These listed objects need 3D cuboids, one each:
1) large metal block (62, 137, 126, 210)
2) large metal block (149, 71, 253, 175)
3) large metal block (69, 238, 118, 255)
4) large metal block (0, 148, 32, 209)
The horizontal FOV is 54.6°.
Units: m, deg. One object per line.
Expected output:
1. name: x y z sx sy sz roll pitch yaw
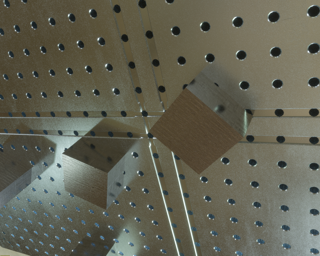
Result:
1. large metal block: -0.105 0.072 0.496 0.080 0.050 0.079 20 126 16
2. large metal block: 0.047 -0.005 0.367 0.080 0.050 0.080 41 129 0
3. large metal block: -0.129 0.282 0.638 0.080 0.050 0.080 0 118 28
4. large metal block: -0.311 0.096 0.601 0.080 0.080 0.050 29 128 10
